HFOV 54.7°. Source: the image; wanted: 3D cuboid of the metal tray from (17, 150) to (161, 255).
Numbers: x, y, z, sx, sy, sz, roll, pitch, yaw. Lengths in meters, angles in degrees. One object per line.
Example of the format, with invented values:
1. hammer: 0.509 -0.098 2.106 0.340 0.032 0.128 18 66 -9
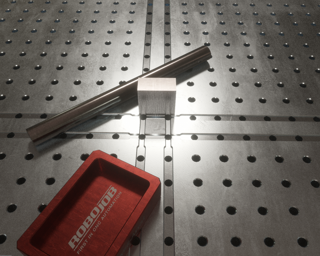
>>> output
1. metal tray: -0.067 0.093 0.325 0.090 0.030 0.130 23 53 17

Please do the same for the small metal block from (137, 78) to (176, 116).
1. small metal block: -0.004 -0.042 0.427 0.050 0.050 0.025 0 50 0

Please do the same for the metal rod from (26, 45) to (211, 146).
1. metal rod: -0.044 -0.056 0.454 0.302 0.025 0.025 -30 56 -23
